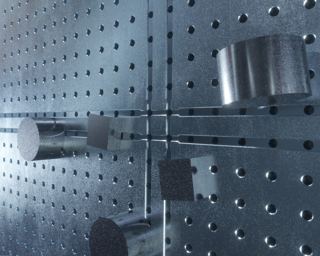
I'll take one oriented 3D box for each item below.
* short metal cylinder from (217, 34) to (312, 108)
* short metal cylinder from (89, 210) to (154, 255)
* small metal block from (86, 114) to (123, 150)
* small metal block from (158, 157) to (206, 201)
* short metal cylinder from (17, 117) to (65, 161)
[{"bbox_3d":[0.097,-0.050,0.294,0.080,0.081,0.050,-9,85,39],"label":"short metal cylinder"},{"bbox_3d":[-0.055,0.162,0.439,0.080,0.050,0.079,0,90,40],"label":"short metal cylinder"},{"bbox_3d":[-0.087,0.005,0.481,0.050,0.025,0.050,10,96,39],"label":"small metal block"},{"bbox_3d":[0.027,0.063,0.387,0.050,0.025,0.050,-9,84,39],"label":"small metal block"},{"bbox_3d":[-0.222,0.020,0.577,0.080,0.050,0.079,0,90,40],"label":"short metal cylinder"}]
